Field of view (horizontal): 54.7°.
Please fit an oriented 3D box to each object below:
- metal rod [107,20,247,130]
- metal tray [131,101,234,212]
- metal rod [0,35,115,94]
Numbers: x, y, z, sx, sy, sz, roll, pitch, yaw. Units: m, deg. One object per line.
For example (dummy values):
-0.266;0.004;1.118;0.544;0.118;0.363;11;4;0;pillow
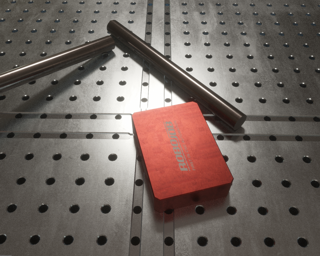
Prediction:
0.011;-0.096;0.487;0.025;0.025;0.300;-33;58;-25;metal rod
0.022;0.029;0.380;0.091;0.030;0.130;-11;51;-10;metal tray
-0.188;-0.079;0.442;0.025;0.025;0.302;36;50;26;metal rod
